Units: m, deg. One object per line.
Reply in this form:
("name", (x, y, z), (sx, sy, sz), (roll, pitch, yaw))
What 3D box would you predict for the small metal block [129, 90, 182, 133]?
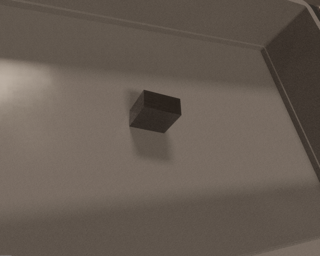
("small metal block", (-0.007, -0.020, 0.399), (0.050, 0.050, 0.025), (12, 57, -22))
